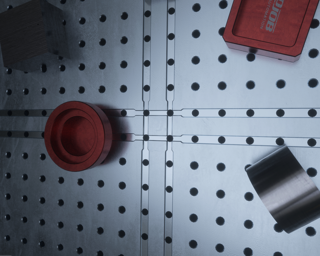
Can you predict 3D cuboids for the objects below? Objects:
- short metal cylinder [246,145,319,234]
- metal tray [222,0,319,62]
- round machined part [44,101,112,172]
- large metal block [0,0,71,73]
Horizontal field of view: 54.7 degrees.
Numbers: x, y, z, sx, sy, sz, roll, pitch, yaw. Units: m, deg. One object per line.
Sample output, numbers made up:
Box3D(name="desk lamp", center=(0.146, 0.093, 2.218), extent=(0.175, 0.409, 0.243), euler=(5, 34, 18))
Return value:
Box3D(name="short metal cylinder", center=(0.138, 0.065, 0.334), extent=(0.050, 0.080, 0.080), euler=(-36, 79, 16))
Box3D(name="metal tray", center=(0.136, -0.152, 0.361), extent=(0.090, 0.030, 0.129), euler=(19, 96, 19))
Box3D(name="round machined part", center=(-0.112, 0.011, 0.443), extent=(0.098, 0.042, 0.097), euler=(0, 90, 20))
Box3D(name="large metal block", center=(-0.190, -0.136, 0.466), extent=(0.080, 0.050, 0.080), euler=(-12, 86, 19))
